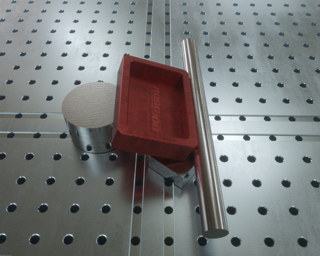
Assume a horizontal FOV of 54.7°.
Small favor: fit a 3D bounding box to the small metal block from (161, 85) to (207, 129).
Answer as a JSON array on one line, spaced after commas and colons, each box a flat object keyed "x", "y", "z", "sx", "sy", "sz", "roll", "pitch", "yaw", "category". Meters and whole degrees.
[{"x": 0.032, "y": -0.030, "z": 0.434, "sx": 0.050, "sy": 0.025, "sz": 0.050, "roll": -12, "pitch": 51, "yaw": -10, "category": "small metal block"}]

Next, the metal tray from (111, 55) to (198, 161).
[{"x": -0.007, "y": -0.028, "z": 0.376, "sx": 0.091, "sy": 0.030, "sz": 0.130, "roll": 12, "pitch": 48, "yaw": -16, "category": "metal tray"}]

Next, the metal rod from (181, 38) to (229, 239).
[{"x": 0.048, "y": -0.015, "z": 0.388, "sx": 0.025, "sy": 0.025, "sz": 0.300, "roll": -1, "pitch": 50, "yaw": -1, "category": "metal rod"}]

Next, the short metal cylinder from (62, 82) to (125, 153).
[{"x": -0.080, "y": -0.014, "z": 0.401, "sx": 0.081, "sy": 0.050, "sz": 0.080, "roll": 0, "pitch": 50, "yaw": 0, "category": "short metal cylinder"}]

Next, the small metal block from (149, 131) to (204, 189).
[{"x": 0.022, "y": 0.037, "z": 0.376, "sx": 0.050, "sy": 0.025, "sz": 0.050, "roll": 32, "pitch": 57, "yaw": 23, "category": "small metal block"}]
